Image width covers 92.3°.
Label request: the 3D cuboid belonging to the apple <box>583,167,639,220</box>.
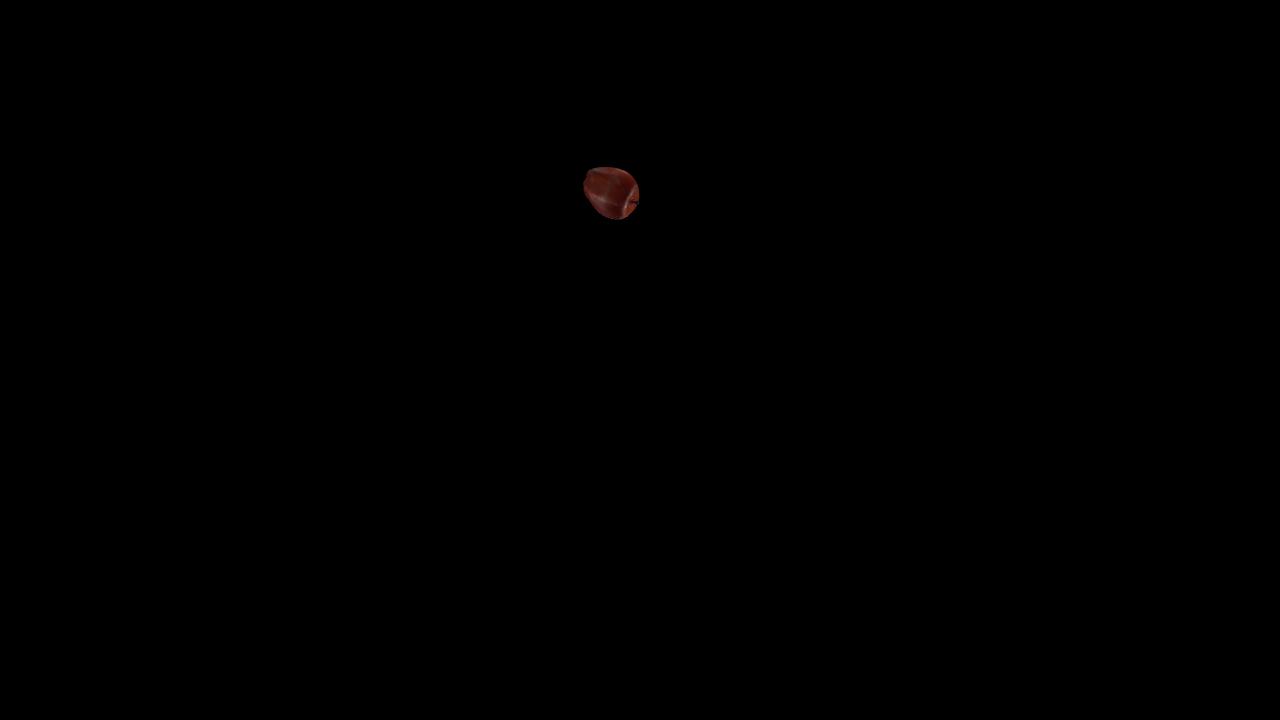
[{"bbox_3d":[-0.044,-0.267,0.980,0.093,0.079,0.079,29,4,7],"label":"apple"}]
